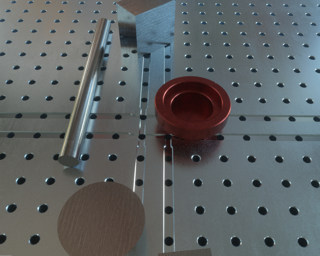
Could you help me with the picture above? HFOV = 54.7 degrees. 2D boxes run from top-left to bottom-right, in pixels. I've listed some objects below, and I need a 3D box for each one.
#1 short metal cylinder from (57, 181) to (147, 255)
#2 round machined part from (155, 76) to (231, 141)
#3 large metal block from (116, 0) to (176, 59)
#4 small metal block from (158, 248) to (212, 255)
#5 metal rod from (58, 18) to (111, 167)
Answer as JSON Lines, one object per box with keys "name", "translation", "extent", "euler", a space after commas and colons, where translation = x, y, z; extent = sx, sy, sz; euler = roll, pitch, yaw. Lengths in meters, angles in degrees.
{"name": "short metal cylinder", "translation": [-0.054, 0.100, 0.306], "extent": [0.081, 0.050, 0.080], "euler": [0, 50, 0]}
{"name": "round machined part", "translation": [0.042, -0.022, 0.416], "extent": [0.099, 0.042, 0.098], "euler": [0, 50, 0]}
{"name": "large metal block", "translation": [-0.022, -0.175, 0.519], "extent": [0.081, 0.080, 0.050], "euler": [-32, 58, -24]}
{"name": "small metal block", "translation": [0.026, 0.143, 0.287], "extent": [0.050, 0.025, 0.050], "euler": [-4, 50, -4]}
{"name": "metal rod", "translation": [-0.106, -0.075, 0.468], "extent": [0.025, 0.025, 0.300], "euler": [1, 50, 1]}
